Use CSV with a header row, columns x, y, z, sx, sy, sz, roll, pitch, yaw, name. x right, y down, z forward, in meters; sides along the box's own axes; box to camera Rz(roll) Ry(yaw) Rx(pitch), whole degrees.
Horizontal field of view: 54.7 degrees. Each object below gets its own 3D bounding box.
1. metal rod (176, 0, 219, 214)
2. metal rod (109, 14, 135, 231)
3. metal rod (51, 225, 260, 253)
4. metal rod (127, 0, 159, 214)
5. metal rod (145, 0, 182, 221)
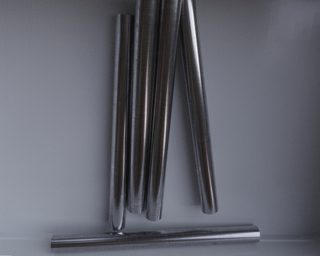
x,y,z,sx,sy,sz,roll,pitch,yaw,name
0.050,-0.019,0.404,0.025,0.025,0.298,-8,110,3,metal rod
-0.052,0.007,0.413,0.025,0.025,0.298,5,110,-2,metal rod
-0.003,0.164,0.458,0.302,0.025,0.025,-1,110,-5,metal rod
-0.024,-0.016,0.389,0.025,0.025,0.298,4,116,-2,metal rod
0.001,-0.006,0.398,0.025,0.025,0.298,4,114,-2,metal rod
